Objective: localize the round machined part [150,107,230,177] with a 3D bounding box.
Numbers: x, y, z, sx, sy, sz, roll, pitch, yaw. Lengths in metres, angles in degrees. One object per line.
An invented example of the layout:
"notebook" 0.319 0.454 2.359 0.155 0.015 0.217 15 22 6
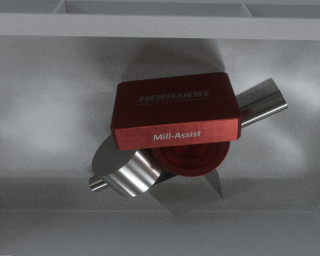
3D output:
"round machined part" 0.038 0.008 0.385 0.098 0.042 0.097 4 106 14

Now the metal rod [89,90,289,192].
"metal rod" 0.025 0.026 0.430 0.300 0.025 0.025 -26 126 20

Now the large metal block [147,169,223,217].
"large metal block" 0.035 0.077 0.455 0.080 0.050 0.080 -26 126 20

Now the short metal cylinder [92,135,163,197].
"short metal cylinder" -0.042 0.043 0.407 0.080 0.080 0.050 -27 125 20

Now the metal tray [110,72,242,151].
"metal tray" 0.016 -0.021 0.345 0.131 0.090 0.030 -5 130 3
